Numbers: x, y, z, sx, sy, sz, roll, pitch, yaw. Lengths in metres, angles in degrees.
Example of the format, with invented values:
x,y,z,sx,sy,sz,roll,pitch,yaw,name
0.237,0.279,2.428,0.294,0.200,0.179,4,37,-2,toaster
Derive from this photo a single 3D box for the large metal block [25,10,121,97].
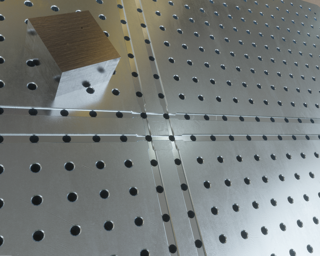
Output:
x,y,z,sx,sy,sz,roll,pitch,yaw,name
-0.110,-0.095,0.391,0.081,0.050,0.080,-26,76,-37,large metal block
